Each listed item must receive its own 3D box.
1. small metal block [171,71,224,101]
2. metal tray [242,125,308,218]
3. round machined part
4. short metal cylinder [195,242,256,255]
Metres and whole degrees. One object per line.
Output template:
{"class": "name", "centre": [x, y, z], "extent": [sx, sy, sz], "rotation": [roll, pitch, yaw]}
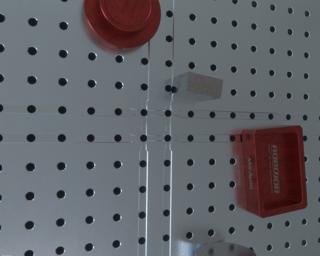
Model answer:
{"class": "small metal block", "centre": [0.049, -0.055, 0.418], "extent": [0.050, 0.050, 0.025], "rotation": [10, 87, -20]}
{"class": "metal tray", "centre": [0.177, 0.063, 0.475], "extent": [0.091, 0.030, 0.129], "rotation": [-5, 92, -20]}
{"class": "round machined part", "centre": [-0.044, -0.149, 0.387], "extent": [0.099, 0.042, 0.097], "rotation": [0, 90, -20]}
{"class": "short metal cylinder", "centre": [0.088, 0.194, 0.417], "extent": [0.081, 0.080, 0.050], "rotation": [-1, 91, -20]}
